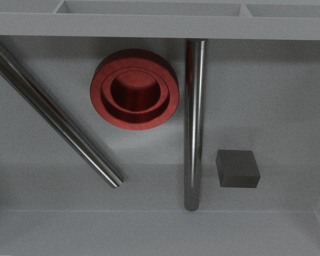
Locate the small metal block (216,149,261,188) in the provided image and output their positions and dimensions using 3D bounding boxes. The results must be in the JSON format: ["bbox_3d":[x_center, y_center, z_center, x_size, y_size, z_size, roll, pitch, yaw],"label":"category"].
[{"bbox_3d":[0.110,0.058,0.444,0.050,0.050,0.025,2,130,-3],"label":"small metal block"}]

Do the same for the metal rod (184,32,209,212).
[{"bbox_3d":[0.046,0.017,0.423,0.025,0.025,0.298,-2,130,1],"label":"metal rod"}]

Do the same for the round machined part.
[{"bbox_3d":[-0.028,-0.047,0.357,0.099,0.042,0.097,-1,130,0],"label":"round machined part"}]

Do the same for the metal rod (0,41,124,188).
[{"bbox_3d":[-0.135,-0.018,0.391,0.025,0.025,0.299,-22,127,17],"label":"metal rod"}]
